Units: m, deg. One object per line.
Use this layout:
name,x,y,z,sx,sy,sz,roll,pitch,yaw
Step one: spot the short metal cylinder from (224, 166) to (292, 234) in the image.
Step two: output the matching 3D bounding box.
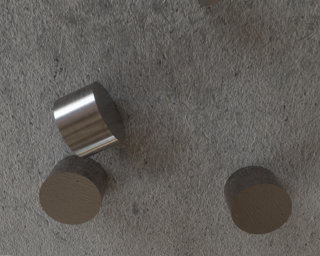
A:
short metal cylinder,0.135,0.100,0.435,0.081,0.050,0.079,0,110,0

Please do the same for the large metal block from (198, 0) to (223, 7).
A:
large metal block,0.056,-0.174,0.317,0.050,0.080,0.080,-21,109,7

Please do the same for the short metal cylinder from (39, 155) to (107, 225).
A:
short metal cylinder,-0.117,0.084,0.426,0.081,0.050,0.079,0,110,0

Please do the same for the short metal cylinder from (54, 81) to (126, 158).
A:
short metal cylinder,-0.083,-0.010,0.376,0.050,0.080,0.080,-24,109,8
